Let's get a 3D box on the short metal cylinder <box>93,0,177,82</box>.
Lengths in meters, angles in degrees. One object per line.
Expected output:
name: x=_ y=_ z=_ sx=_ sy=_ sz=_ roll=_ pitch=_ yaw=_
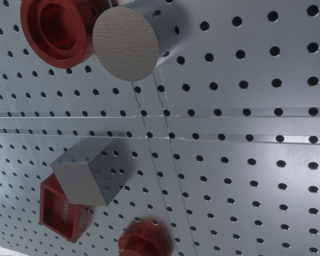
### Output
short metal cylinder: x=-0.027 y=-0.099 z=0.348 sx=0.080 sy=0.050 sz=0.079 roll=13 pitch=124 yaw=21

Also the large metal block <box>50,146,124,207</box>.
large metal block: x=-0.118 y=0.078 z=0.506 sx=0.080 sy=0.050 sz=0.080 roll=-4 pitch=116 yaw=30

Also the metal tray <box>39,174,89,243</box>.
metal tray: x=-0.189 y=0.160 z=0.606 sx=0.090 sy=0.030 sz=0.129 roll=27 pitch=128 yaw=11

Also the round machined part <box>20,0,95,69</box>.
round machined part: x=-0.119 y=-0.127 z=0.385 sx=0.098 sy=0.042 sz=0.097 roll=13 pitch=124 yaw=21

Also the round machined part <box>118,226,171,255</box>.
round machined part: x=-0.034 y=0.228 z=0.559 sx=0.098 sy=0.042 sz=0.097 roll=13 pitch=124 yaw=21
